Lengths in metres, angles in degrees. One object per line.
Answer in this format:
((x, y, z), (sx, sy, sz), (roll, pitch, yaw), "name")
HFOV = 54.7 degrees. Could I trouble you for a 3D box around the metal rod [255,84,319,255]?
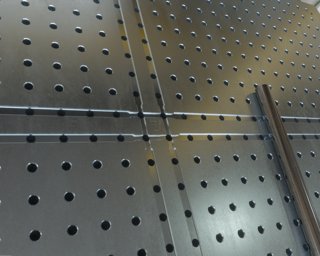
((0.203, 0.060, 0.483), (0.025, 0.025, 0.299), (6, 59, -26), "metal rod")
